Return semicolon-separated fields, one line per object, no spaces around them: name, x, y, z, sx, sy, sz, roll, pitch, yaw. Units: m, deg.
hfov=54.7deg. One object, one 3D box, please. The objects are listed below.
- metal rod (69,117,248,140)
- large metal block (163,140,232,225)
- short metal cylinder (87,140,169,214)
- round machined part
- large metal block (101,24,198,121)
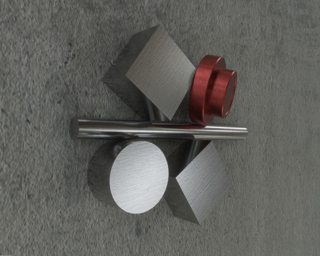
metal rod;0.023;0.004;0.429;0.302;0.025;0.025;2;89;-40
large metal block;0.045;0.072;0.430;0.080;0.050;0.080;-41;115;-33
short metal cylinder;-0.037;0.054;0.361;0.081;0.050;0.079;0;90;-40
round machined part;0.078;-0.050;0.432;0.098;0.042;0.097;15;91;-69
large metal block;-0.010;-0.064;0.380;0.080;0.050;0.080;44;63;-31
